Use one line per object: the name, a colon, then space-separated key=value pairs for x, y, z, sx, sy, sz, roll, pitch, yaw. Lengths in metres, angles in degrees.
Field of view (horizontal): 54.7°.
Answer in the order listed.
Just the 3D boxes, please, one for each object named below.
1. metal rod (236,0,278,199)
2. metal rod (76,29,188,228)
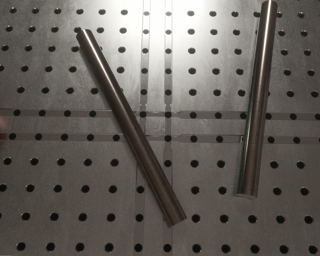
metal rod: x=0.139 y=-0.053 z=0.432 sx=0.025 sy=0.025 sz=0.299 roll=12 pitch=70 yaw=4
metal rod: x=-0.045 y=-0.012 z=0.415 sx=0.025 sy=0.025 sz=0.299 roll=-25 pitch=72 yaw=-9
